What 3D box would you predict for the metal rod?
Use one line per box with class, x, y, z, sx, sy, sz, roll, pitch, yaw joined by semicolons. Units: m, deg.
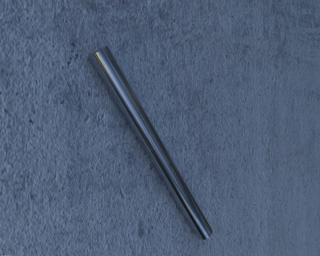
metal rod;-0.001;0.035;0.402;0.025;0.025;0.299;-44;116;-31
